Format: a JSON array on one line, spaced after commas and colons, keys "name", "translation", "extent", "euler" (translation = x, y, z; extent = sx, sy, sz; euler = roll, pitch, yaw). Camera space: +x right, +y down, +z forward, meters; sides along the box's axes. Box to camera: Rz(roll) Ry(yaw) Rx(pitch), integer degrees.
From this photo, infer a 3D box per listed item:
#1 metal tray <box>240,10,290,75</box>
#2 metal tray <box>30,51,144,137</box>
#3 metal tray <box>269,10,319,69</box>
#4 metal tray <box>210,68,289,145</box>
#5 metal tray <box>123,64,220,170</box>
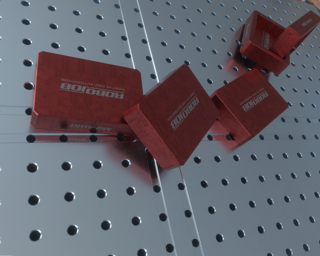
[{"name": "metal tray", "translation": [0.212, -0.173, 0.616], "extent": [0.090, 0.030, 0.130], "euler": [28, 49, -7]}, {"name": "metal tray", "translation": [-0.086, -0.040, 0.384], "extent": [0.131, 0.030, 0.090], "euler": [6, 59, -25]}, {"name": "metal tray", "translation": [0.259, -0.173, 0.612], "extent": [0.030, 0.089, 0.131], "euler": [44, 50, 11]}, {"name": "metal tray", "translation": [0.146, -0.039, 0.510], "extent": [0.131, 0.030, 0.090], "euler": [-31, 79, -38]}, {"name": "metal tray", "translation": [0.021, -0.018, 0.406], "extent": [0.090, 0.030, 0.131], "euler": [54, 44, -11]}]
